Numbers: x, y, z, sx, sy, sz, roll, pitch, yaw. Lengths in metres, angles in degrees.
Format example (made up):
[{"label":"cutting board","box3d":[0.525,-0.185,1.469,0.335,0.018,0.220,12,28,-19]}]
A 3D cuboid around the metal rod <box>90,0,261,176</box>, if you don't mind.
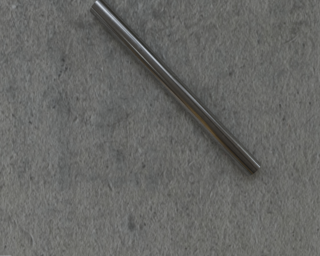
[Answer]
[{"label":"metal rod","box3d":[0.021,-0.053,0.410,0.025,0.025,0.300,-44,91,0]}]
